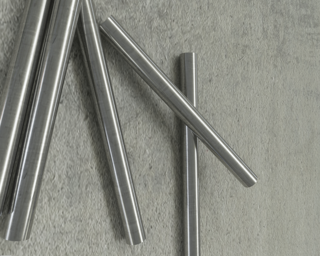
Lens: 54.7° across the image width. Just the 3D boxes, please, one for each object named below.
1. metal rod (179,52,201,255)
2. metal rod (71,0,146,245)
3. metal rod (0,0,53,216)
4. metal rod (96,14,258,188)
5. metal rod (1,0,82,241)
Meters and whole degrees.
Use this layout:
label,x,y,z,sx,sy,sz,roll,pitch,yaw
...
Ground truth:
label,x,y,z,sx,sy,sz,roll,pitch,yaw
metal rod,0.043,0.045,0.440,0.025,0.025,0.298,-2,91,-40
metal rod,-0.059,-0.007,0.355,0.025,0.025,0.298,-19,102,-38
metal rod,-0.128,-0.070,0.297,0.025,0.025,0.299,17,79,-39
metal rod,0.035,-0.021,0.405,0.300,0.025,0.025,45,63,-21
metal rod,-0.106,-0.044,0.299,0.025,0.025,0.298,14,86,-39
